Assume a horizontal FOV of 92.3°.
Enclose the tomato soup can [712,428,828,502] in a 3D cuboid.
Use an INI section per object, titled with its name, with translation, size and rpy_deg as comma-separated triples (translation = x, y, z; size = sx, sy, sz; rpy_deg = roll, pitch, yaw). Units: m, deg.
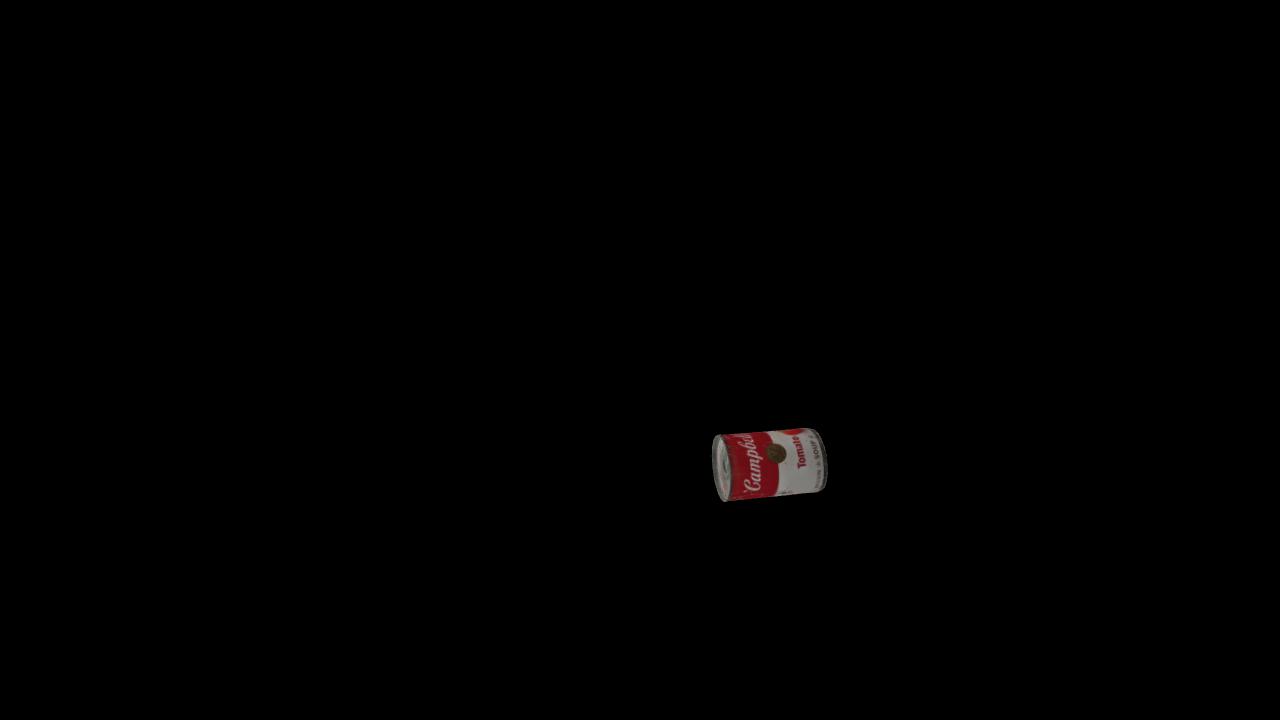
[tomato soup can]
translation = 0.130, 0.106, 0.624
size = 0.101, 0.068, 0.068
rpy_deg = -3, 0, -8
